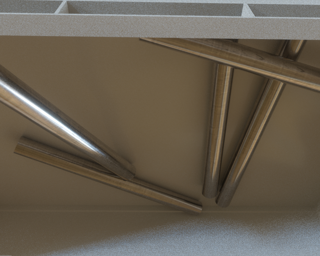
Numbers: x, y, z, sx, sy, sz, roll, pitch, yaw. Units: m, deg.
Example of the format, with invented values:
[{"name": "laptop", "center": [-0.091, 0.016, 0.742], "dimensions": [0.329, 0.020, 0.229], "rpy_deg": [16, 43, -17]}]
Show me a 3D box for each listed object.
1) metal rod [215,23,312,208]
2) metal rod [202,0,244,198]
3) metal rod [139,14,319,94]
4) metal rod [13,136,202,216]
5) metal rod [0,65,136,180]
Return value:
[{"name": "metal rod", "center": [0.124, 0.009, 0.417], "dimensions": [0.025, 0.025, 0.298], "rpy_deg": [6, 130, -5]}, {"name": "metal rod", "center": [0.075, -0.011, 0.400], "dimensions": [0.025, 0.025, 0.298], "rpy_deg": [-2, 130, 1]}, {"name": "metal rod", "center": [0.127, -0.061, 0.323], "dimensions": [0.302, 0.025, 0.025], "rpy_deg": [13, 129, -12]}, {"name": "metal rod", "center": [-0.066, 0.080, 0.476], "dimensions": [0.302, 0.025, 0.025], "rpy_deg": [24, 126, -19]}, {"name": "metal rod", "center": [-0.095, 0.007, 0.339], "dimensions": [0.025, 0.025, 0.300], "rpy_deg": [-16, 152, 13]}]
